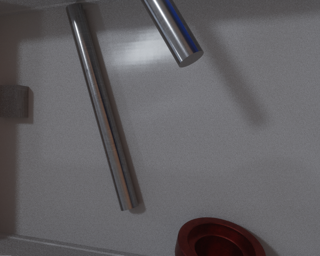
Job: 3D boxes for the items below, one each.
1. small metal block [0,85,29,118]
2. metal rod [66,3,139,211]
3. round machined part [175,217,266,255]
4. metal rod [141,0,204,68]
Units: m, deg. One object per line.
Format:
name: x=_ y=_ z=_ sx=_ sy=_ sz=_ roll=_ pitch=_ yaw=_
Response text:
small metal block: x=-0.239 y=-0.042 z=0.493 sx=0.050 sy=0.025 sz=0.050 roll=1 pitch=90 yaw=19
metal rod: x=-0.083 y=-0.033 z=0.438 sx=0.025 sy=0.025 sz=0.298 roll=-18 pitch=84 yaw=19
round machined part: x=0.065 y=0.149 z=0.351 sx=0.098 sy=0.098 sz=0.042 roll=16 pitch=110 yaw=19
metal rod: x=-0.043 y=-0.190 z=0.299 sx=0.025 sy=0.025 sz=0.299 roll=-31 pitch=80 yaw=17
